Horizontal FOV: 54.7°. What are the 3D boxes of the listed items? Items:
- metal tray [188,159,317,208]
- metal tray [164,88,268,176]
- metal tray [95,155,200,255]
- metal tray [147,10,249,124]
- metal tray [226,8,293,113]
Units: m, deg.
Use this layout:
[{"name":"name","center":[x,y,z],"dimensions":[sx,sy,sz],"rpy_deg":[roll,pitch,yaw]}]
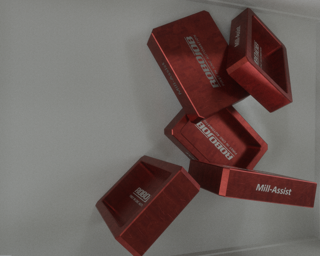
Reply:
[{"name":"metal tray","center":[0.111,0.067,0.384],"dimensions":[0.131,0.090,0.030],"rpy_deg":[11,87,-20]},{"name":"metal tray","center":[0.081,0.016,0.437],"dimensions":[0.130,0.030,0.090],"rpy_deg":[44,76,-15]},{"name":"metal tray","center":[-0.021,0.078,0.347],"dimensions":[0.090,0.130,0.030],"rpy_deg":[-45,104,-14]},{"name":"metal tray","center":[0.053,-0.081,0.408],"dimensions":[0.091,0.030,0.130],"rpy_deg":[-27,84,-20]},{"name":"metal tray","center":[0.134,-0.094,0.416],"dimensions":[0.090,0.030,0.130],"rpy_deg":[36,44,-22]}]
